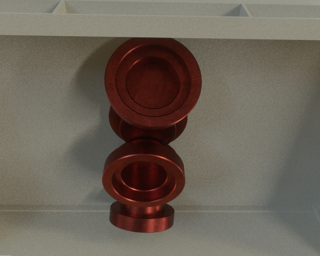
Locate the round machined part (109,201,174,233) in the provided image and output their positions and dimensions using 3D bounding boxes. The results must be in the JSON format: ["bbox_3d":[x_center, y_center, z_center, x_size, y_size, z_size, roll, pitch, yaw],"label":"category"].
[{"bbox_3d":[-0.027,0.122,0.476,0.099,0.098,0.042,5,93,-5],"label":"round machined part"}]

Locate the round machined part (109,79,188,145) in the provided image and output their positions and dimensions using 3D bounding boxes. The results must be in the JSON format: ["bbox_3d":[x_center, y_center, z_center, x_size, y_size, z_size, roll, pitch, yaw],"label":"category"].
[{"bbox_3d":[-0.015,-0.010,0.387,0.099,0.042,0.097,-1,130,0],"label":"round machined part"}]

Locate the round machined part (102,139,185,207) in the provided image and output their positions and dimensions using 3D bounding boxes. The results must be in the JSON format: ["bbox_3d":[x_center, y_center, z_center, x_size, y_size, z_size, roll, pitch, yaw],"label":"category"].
[{"bbox_3d":[-0.019,0.052,0.383,0.099,0.042,0.097,-1,130,0],"label":"round machined part"}]

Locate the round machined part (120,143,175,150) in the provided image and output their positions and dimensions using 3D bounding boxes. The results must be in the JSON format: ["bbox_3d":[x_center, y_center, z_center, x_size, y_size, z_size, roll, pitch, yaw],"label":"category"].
[{"bbox_3d":[-0.021,0.064,0.450,0.099,0.042,0.097,-1,130,0],"label":"round machined part"}]

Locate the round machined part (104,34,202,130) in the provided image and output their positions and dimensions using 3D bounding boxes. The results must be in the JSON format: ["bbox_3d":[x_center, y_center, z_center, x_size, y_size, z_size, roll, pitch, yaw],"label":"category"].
[{"bbox_3d":[-0.008,-0.046,0.332,0.099,0.097,0.042,5,172,-5],"label":"round machined part"}]
